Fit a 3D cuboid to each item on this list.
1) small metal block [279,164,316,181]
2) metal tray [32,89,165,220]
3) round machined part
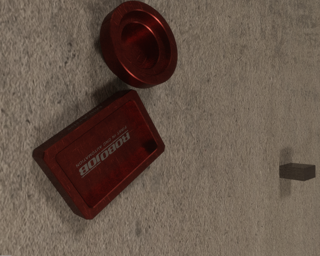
[{"bbox_3d":[0.278,0.088,0.626,0.050,0.050,0.025,-4,93,-40],"label":"small metal block"},{"bbox_3d":[-0.061,0.026,0.351,0.131,0.030,0.090,-41,115,-32],"label":"metal tray"},{"bbox_3d":[-0.029,-0.094,0.365,0.099,0.042,0.098,11,74,-41],"label":"round machined part"}]
